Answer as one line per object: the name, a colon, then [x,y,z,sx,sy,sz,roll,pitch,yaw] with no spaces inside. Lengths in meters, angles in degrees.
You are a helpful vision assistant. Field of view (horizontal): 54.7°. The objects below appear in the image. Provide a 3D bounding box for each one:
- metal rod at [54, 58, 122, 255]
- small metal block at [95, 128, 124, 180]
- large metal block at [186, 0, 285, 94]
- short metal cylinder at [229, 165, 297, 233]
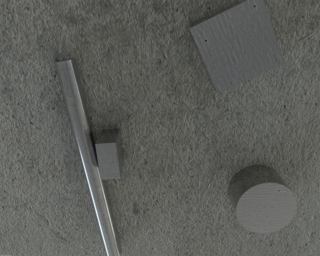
metal rod: [-0.094,0.055,0.429,0.025,0.025,0.298,-8,110,3]
small metal block: [-0.064,0.033,0.408,0.025,0.050,0.050,-4,110,1]
large metal block: [0.085,-0.098,0.361,0.080,0.050,0.080,-24,109,8]
short metal cylinder: [0.141,0.099,0.434,0.081,0.050,0.079,0,110,0]
